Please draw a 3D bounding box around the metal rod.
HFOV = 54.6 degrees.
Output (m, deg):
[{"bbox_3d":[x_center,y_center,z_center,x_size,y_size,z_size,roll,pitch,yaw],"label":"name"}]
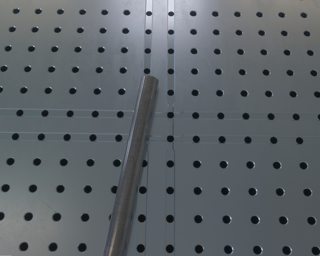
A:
[{"bbox_3d":[-0.039,0.071,0.385,0.025,0.025,0.299,9,70,3],"label":"metal rod"}]
